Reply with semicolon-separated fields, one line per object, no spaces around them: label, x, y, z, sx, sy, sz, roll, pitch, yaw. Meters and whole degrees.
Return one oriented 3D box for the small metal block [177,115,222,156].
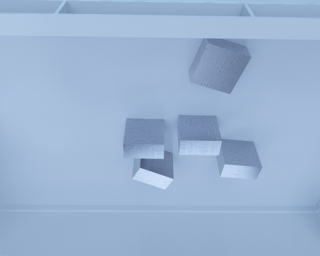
small metal block;0.049;0.009;0.400;0.050;0.050;0.025;1;130;-1

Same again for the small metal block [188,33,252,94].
small metal block;0.066;-0.071;0.349;0.050;0.025;0.050;14;129;-12

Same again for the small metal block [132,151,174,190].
small metal block;-0.009;0.053;0.437;0.050;0.050;0.025;21;127;-17

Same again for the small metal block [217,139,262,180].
small metal block;0.107;0.042;0.430;0.050;0.050;0.025;5;130;-5

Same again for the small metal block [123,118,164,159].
small metal block;-0.020;0.013;0.404;0.050;0.050;0.025;1;130;-1
